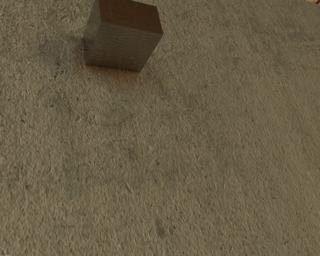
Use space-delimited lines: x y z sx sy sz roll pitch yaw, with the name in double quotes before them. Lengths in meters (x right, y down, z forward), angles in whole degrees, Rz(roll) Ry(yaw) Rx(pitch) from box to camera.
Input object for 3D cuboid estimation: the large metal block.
"large metal block" -0.053 -0.124 0.416 0.081 0.080 0.050 3 61 -27
